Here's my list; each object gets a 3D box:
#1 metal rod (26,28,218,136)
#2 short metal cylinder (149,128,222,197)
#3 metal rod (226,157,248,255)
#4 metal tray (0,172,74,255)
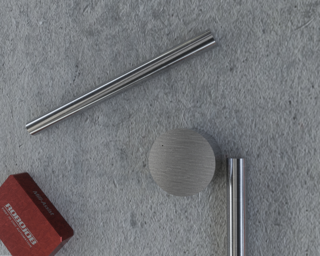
[{"bbox_3d":[-0.065,-0.056,0.430,0.300,0.025,0.025,-23,83,18],"label":"metal rod"},{"bbox_3d":[0.033,0.040,0.384,0.080,0.050,0.079,0,90,19],"label":"short metal cylinder"},{"bbox_3d":[0.094,0.185,0.375,0.025,0.025,0.298,0,90,19],"label":"metal rod"},{"bbox_3d":[-0.205,0.145,0.477,0.130,0.030,0.090,46,104,14],"label":"metal tray"}]
